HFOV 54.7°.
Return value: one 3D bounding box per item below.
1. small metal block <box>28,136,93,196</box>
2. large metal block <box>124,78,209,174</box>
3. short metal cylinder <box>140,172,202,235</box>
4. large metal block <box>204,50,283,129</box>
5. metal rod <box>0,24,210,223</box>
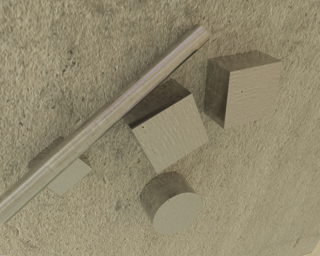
[{"bbox_3d":[-0.119,0.046,0.370,0.050,0.025,0.050,-40,130,-1],"label":"small metal block"},{"bbox_3d":[0.006,-0.003,0.392,0.080,0.050,0.080,-32,129,-8],"label":"large metal block"},{"bbox_3d":[0.016,0.114,0.470,0.081,0.050,0.079,-14,124,-21],"label":"short metal cylinder"},{"bbox_3d":[0.109,-0.053,0.417,0.081,0.050,0.079,-15,125,-20],"label":"large metal block"},{"bbox_3d":[-0.060,-0.011,0.344,0.301,0.025,0.025,-43,130,-8],"label":"metal rod"}]
